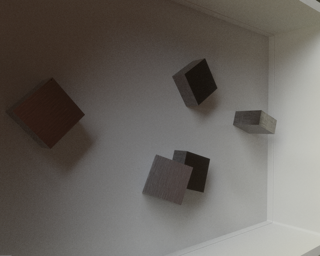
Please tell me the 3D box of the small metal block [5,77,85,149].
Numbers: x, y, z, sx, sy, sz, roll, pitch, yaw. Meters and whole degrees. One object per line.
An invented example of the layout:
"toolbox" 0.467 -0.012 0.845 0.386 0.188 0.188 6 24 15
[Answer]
"small metal block" -0.114 -0.015 0.312 0.050 0.025 0.050 -51 120 -28

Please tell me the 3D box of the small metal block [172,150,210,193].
"small metal block" 0.042 0.062 0.444 0.050 0.025 0.050 21 77 -38

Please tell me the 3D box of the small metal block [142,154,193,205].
"small metal block" 0.009 0.068 0.400 0.050 0.025 0.050 20 74 -1

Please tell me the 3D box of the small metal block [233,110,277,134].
"small metal block" 0.163 -0.009 0.530 0.050 0.050 0.025 23 75 -38

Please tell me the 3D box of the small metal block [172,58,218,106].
"small metal block" 0.052 -0.066 0.452 0.050 0.025 0.050 -41 115 -32
